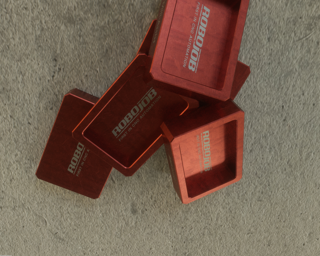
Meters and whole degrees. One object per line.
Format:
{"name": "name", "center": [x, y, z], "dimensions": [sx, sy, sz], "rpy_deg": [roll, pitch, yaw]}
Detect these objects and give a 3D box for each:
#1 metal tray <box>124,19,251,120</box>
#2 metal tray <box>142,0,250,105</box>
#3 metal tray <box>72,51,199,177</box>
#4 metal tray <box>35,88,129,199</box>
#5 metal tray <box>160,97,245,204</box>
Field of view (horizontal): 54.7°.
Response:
{"name": "metal tray", "center": [0.032, -0.066, 0.384], "dimensions": [0.131, 0.030, 0.089], "rpy_deg": [25, 108, -10]}
{"name": "metal tray", "center": [0.041, -0.100, 0.336], "dimensions": [0.091, 0.030, 0.129], "rpy_deg": [15, 82, -17]}
{"name": "metal tray", "center": [-0.029, -0.015, 0.371], "dimensions": [0.090, 0.030, 0.130], "rpy_deg": [40, 105, -14]}
{"name": "metal tray", "center": [-0.100, 0.023, 0.415], "dimensions": [0.090, 0.030, 0.129], "rpy_deg": [23, 108, -9]}
{"name": "metal tray", "center": [0.056, 0.033, 0.385], "dimensions": [0.091, 0.030, 0.129], "rpy_deg": [-22, 134, -10]}
